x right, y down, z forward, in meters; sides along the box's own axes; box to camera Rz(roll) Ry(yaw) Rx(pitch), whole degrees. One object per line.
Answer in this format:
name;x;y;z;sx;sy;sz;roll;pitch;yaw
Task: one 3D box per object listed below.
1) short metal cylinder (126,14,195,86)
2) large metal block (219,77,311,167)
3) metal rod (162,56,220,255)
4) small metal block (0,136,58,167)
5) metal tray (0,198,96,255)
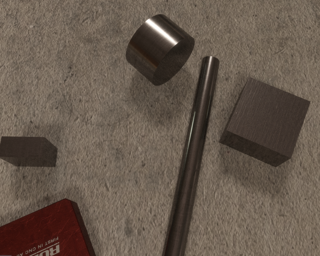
short metal cylinder;0.001;-0.104;0.417;0.050;0.080;0.080;43;75;14
large metal block;0.133;-0.007;0.399;0.080;0.050;0.080;24;72;8
metal rod;0.040;0.041;0.393;0.025;0.025;0.299;12;70;4
small metal block;-0.161;0.030;0.382;0.050;0.050;0.025;1;70;0
metal tray;-0.146;0.148;0.350;0.131;0.030;0.090;-23;72;-9
